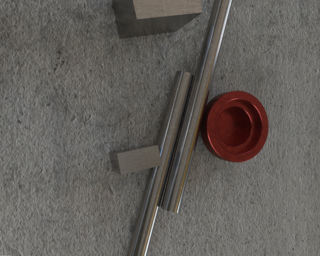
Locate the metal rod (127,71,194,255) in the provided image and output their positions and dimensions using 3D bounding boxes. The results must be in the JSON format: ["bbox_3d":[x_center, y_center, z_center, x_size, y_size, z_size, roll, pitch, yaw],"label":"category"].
[{"bbox_3d":[-0.004,0.070,0.408,0.025,0.025,0.299,17,84,-20],"label":"metal rod"}]

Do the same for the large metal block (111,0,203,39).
[{"bbox_3d":[-0.007,-0.149,0.378,0.081,0.080,0.050,-13,95,-20],"label":"large metal block"}]

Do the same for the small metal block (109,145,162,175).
[{"bbox_3d":[-0.032,0.038,0.384,0.050,0.050,0.025,-11,91,-20],"label":"small metal block"}]

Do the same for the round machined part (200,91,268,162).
[{"bbox_3d":[0.100,-0.002,0.438,0.099,0.042,0.097,0,90,-21],"label":"round machined part"}]

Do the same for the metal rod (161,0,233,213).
[{"bbox_3d":[0.051,-0.038,0.414,0.025,0.025,0.299,17,85,-20],"label":"metal rod"}]
